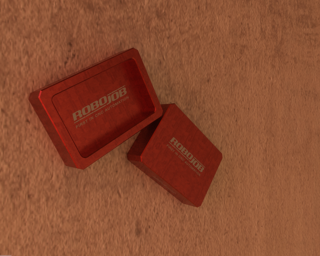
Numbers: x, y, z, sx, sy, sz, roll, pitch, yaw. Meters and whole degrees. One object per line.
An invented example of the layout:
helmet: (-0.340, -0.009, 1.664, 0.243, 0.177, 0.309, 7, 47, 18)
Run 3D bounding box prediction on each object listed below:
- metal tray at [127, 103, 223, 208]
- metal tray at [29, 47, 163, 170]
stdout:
metal tray: (0.026, 0.039, 0.426, 0.130, 0.030, 0.090, 44, 64, -32)
metal tray: (-0.064, -0.025, 0.349, 0.131, 0.030, 0.090, -36, 112, -34)
